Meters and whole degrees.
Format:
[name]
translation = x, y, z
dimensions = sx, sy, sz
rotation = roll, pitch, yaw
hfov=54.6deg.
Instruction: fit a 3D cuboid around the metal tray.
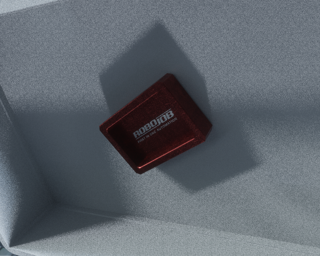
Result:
[metal tray]
translation = -0.009, 0.000, 0.407
dimensions = 0.130, 0.030, 0.090
rotation = -32, 101, 38
